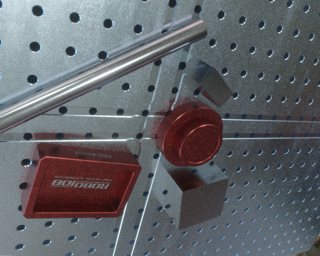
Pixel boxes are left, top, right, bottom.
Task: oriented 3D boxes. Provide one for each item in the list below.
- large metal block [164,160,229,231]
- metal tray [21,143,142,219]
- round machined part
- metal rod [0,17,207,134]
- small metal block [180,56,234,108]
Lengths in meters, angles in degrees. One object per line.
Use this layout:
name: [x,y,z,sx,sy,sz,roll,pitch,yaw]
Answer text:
large metal block: [0.056,0.105,0.493,0.081,0.050,0.079,-11,123,-23]
metal tray: [-0.099,0.072,0.399,0.131,0.030,0.089,10,113,-33]
round machined part: [0.049,0.015,0.438,0.099,0.042,0.097,-14,125,-21]
metal rod: [-0.082,-0.050,0.336,0.302,0.025,0.025,-28,128,-11]
small metal block: [0.059,-0.059,0.393,0.025,0.050,0.050,-46,130,3]
